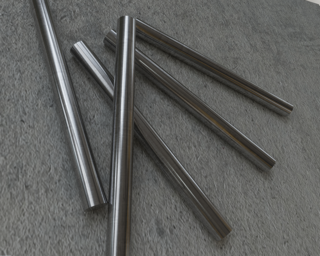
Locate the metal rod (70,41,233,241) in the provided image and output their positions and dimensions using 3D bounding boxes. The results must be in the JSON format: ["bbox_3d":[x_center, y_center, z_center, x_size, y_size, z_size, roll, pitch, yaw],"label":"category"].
[{"bbox_3d":[-0.016,0.010,0.388,0.025,0.025,0.300,-32,80,-38],"label":"metal rod"}]

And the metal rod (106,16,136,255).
[{"bbox_3d":[-0.043,-0.003,0.357,0.025,0.025,0.299,9,65,-23],"label":"metal rod"}]

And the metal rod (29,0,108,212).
[{"bbox_3d":[-0.116,-0.049,0.370,0.025,0.025,0.299,-8,66,-32],"label":"metal rod"}]

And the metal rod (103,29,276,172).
[{"bbox_3d":[0.044,-0.038,0.450,0.300,0.025,0.025,39,51,-2],"label":"metal rod"}]

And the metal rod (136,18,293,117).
[{"bbox_3d":[0.092,-0.095,0.510,0.301,0.025,0.025,26,53,-12],"label":"metal rod"}]
